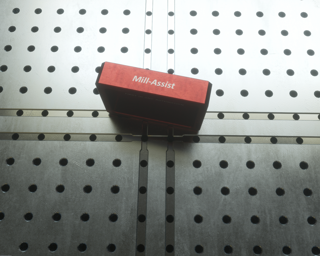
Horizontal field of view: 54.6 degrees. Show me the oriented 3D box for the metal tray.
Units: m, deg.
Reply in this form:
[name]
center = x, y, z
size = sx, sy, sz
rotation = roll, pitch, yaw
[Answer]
[metal tray]
center = -0.007, -0.037, 0.390
size = 0.131, 0.090, 0.030
rotation = 11, 71, 4
